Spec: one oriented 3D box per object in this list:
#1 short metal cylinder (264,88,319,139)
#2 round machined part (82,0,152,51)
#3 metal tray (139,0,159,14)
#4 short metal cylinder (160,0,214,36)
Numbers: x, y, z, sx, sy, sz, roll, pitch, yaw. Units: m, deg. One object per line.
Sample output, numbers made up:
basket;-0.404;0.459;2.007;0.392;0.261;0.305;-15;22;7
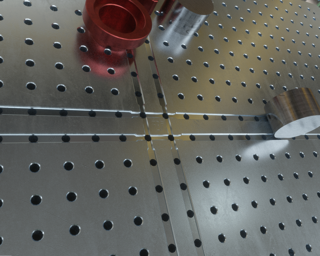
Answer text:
short metal cylinder;0.217;-0.022;0.503;0.081;0.080;0.050;1;61;-28
round machined part;-0.065;-0.153;0.456;0.099;0.042;0.098;14;56;-21
metal tray;-0.033;-0.268;0.550;0.090;0.030;0.130;28;52;-11
short metal cylinder;0.047;-0.210;0.545;0.081;0.050;0.080;14;56;-21
